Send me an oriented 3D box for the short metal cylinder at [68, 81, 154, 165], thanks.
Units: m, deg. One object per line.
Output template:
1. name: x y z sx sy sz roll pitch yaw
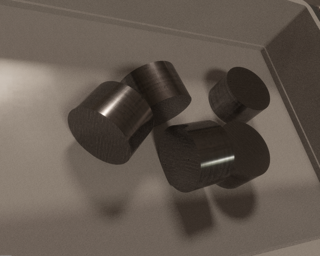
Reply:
1. short metal cylinder: -0.054 -0.005 0.346 0.080 0.080 0.050 39 51 -3

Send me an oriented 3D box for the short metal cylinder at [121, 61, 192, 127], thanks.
1. short metal cylinder: -0.007 -0.040 0.392 0.081 0.080 0.050 -15 70 -34

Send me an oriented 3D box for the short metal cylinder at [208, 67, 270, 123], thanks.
1. short metal cylinder: 0.125 -0.049 0.489 0.081 0.050 0.080 14 56 -21

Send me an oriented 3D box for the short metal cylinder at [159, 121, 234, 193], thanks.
1. short metal cylinder: 0.042 0.033 0.375 0.050 0.080 0.080 -9 67 -32

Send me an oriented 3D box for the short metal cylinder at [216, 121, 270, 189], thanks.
1. short metal cylinder: 0.101 0.037 0.424 0.081 0.050 0.080 14 56 -21
